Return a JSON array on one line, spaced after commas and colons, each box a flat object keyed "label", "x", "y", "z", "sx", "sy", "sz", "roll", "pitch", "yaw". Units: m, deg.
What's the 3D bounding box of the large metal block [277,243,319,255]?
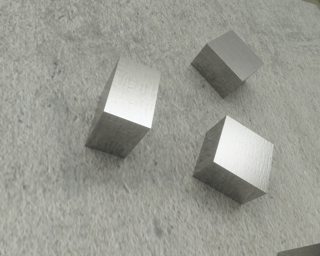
[{"label": "large metal block", "x": 0.172, "y": 0.185, "z": 0.351, "sx": 0.050, "sy": 0.080, "sz": 0.080, "roll": 39, "pitch": 51, "yaw": -2}]

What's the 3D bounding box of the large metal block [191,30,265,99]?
[{"label": "large metal block", "x": 0.113, "y": -0.108, "z": 0.517, "sx": 0.080, "sy": 0.050, "sz": 0.081, "roll": 49, "pitch": 51, "yaw": 6}]

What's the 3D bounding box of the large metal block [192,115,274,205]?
[{"label": "large metal block", "x": 0.100, "y": 0.043, "z": 0.418, "sx": 0.080, "sy": 0.050, "sz": 0.080, "roll": 31, "pitch": 52, "yaw": -9}]

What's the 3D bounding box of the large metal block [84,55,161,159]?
[{"label": "large metal block", "x": -0.043, "y": -0.022, "z": 0.360, "sx": 0.050, "sy": 0.080, "sz": 0.080, "roll": 21, "pitch": 54, "yaw": -17}]
